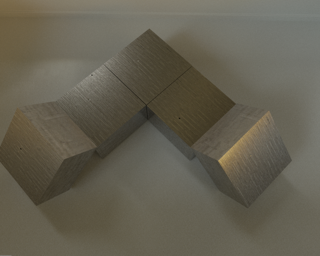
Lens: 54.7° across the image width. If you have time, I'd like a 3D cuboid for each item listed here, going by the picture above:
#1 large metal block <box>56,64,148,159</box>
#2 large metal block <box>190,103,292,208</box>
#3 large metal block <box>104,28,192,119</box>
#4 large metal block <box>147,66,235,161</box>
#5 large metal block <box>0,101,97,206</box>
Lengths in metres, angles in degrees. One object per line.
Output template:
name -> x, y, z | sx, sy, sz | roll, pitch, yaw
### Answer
large metal block -> -0.074, -0.020, 0.401 | 0.080, 0.050, 0.080 | -42, 76, -14
large metal block -> 0.096, 0.030, 0.361 | 0.080, 0.050, 0.080 | -42, 119, -14
large metal block -> -0.015, -0.073, 0.421 | 0.080, 0.050, 0.080 | -42, 76, -14
large metal block -> 0.041, -0.018, 0.401 | 0.080, 0.050, 0.080 | -42, 76, -14
large metal block -> -0.133, 0.028, 0.360 | 0.080, 0.050, 0.080 | 44, 118, 14
